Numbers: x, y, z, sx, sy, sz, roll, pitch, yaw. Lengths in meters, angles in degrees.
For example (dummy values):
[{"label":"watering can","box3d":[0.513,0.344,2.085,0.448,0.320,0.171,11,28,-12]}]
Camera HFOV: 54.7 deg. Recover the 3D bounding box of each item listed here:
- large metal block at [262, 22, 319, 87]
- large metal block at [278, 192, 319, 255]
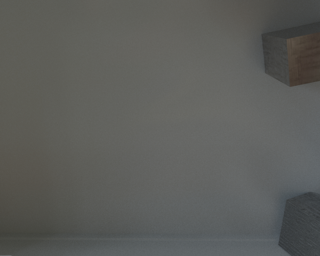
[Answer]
[{"label":"large metal block","box3d":[0.171,-0.088,0.352,0.080,0.080,0.050,-11,110,4]},{"label":"large metal block","box3d":[0.220,0.149,0.433,0.050,0.080,0.079,-9,112,-25]}]
